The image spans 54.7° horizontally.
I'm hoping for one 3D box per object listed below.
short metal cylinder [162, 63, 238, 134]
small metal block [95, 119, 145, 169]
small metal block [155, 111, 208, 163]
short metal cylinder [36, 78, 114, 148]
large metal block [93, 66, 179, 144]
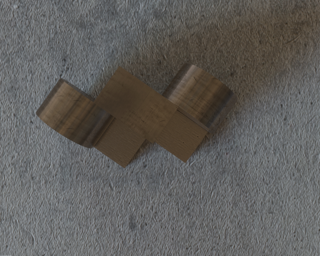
[{"bbox_3d":[0.048,-0.036,0.384,0.080,0.080,0.050,35,90,0],"label":"short metal cylinder"},{"bbox_3d":[-0.052,0.017,0.411,0.050,0.025,0.050,35,90,0],"label":"small metal block"},{"bbox_3d":[0.027,0.011,0.412,0.050,0.025,0.050,35,90,0],"label":"small metal block"},{"bbox_3d":[-0.102,-0.018,0.383,0.080,0.080,0.050,35,90,0],"label":"short metal cylinder"},{"bbox_3d":[-0.027,-0.026,0.384,0.080,0.080,0.050,35,90,-1],"label":"large metal block"}]
